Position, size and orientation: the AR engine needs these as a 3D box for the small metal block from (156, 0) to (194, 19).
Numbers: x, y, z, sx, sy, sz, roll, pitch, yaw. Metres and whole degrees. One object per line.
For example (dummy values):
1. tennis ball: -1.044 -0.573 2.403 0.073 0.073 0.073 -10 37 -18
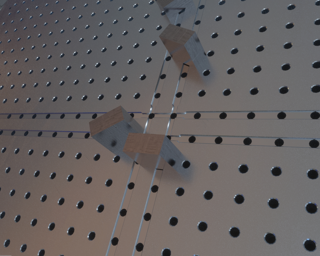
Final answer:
1. small metal block: 0.022 -0.223 0.535 0.050 0.025 0.050 -33 51 7

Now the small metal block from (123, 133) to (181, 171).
1. small metal block: -0.009 0.029 0.380 0.050 0.050 0.025 3 63 29

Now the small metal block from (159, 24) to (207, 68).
1. small metal block: 0.033 -0.118 0.448 0.050 0.050 0.025 32 80 38

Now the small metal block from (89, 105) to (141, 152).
1. small metal block: -0.060 0.002 0.423 0.050 0.050 0.025 -27 53 12
